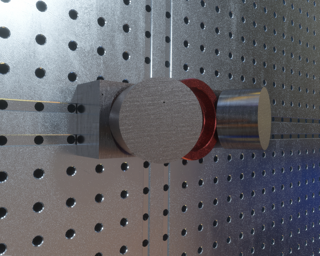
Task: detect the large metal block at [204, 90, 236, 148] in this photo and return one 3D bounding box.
[{"bbox_3d":[0.070,-0.013,0.451,0.081,0.050,0.080,-1,91,-40],"label":"large metal block"}]

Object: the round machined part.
[{"bbox_3d":[0.028,-0.011,0.383,0.099,0.042,0.097,0,90,-40],"label":"round machined part"}]

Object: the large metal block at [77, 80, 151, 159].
[{"bbox_3d":[-0.046,-0.008,0.354,0.081,0.050,0.080,1,90,-40],"label":"large metal block"}]

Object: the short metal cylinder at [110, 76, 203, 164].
[{"bbox_3d":[-0.006,-0.008,0.306,0.081,0.050,0.079,0,91,-19],"label":"short metal cylinder"}]

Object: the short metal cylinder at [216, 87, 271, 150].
[{"bbox_3d":[0.111,-0.012,0.404,0.080,0.050,0.080,1,89,-60],"label":"short metal cylinder"}]
